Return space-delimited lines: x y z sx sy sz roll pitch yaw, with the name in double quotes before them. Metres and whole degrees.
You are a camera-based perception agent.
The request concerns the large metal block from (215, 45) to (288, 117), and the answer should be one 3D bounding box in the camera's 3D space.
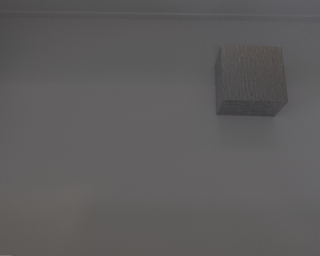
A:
"large metal block" 0.120 -0.063 0.420 0.080 0.050 0.080 2 70 0
